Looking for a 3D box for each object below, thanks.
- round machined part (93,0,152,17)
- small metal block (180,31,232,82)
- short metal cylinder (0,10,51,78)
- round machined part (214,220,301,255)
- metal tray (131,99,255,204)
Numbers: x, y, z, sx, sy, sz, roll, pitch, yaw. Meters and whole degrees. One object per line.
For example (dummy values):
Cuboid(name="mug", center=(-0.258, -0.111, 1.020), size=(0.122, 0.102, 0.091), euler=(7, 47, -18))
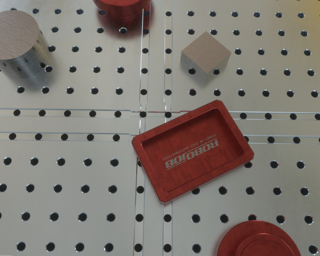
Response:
Cuboid(name="round machined part", center=(-0.058, -0.214, 0.480), size=(0.099, 0.042, 0.098), euler=(0, 70, -1))
Cuboid(name="small metal block", center=(0.066, -0.104, 0.451), size=(0.050, 0.025, 0.050), euler=(-41, 76, -14))
Cuboid(name="short metal cylinder", center=(-0.203, -0.118, 0.439), size=(0.081, 0.050, 0.080), euler=(0, 70, 0))
Cuboid(name="round machined part", center=(0.113, 0.154, 0.348), size=(0.099, 0.042, 0.098), euler=(0, 70, -1))
Cuboid(name="metal tray", center=(0.041, 0.030, 0.398), size=(0.131, 0.030, 0.090), euler=(-25, 72, -9))
